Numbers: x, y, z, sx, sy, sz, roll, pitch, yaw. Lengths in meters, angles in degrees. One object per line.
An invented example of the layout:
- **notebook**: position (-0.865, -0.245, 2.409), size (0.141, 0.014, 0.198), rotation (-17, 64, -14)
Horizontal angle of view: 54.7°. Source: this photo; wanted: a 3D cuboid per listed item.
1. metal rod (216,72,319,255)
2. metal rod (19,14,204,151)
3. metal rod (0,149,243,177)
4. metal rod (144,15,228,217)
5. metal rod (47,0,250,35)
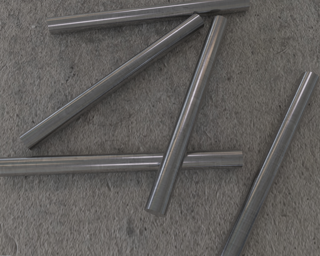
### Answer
- **metal rod**: position (0.137, 0.051, 0.389), size (0.025, 0.025, 0.300), rotation (28, 72, 10)
- **metal rod**: position (-0.057, -0.071, 0.433), size (0.301, 0.025, 0.025), rotation (-38, 75, -13)
- **metal rod**: position (-0.049, 0.044, 0.391), size (0.302, 0.025, 0.025), rotation (-2, 70, -1)
- **metal rod**: position (0.042, -0.034, 0.402), size (0.025, 0.025, 0.300), rotation (18, 64, 6)
- **metal rod**: position (-0.015, -0.173, 0.470), size (0.302, 0.025, 0.025), rotation (-8, 70, -3)
